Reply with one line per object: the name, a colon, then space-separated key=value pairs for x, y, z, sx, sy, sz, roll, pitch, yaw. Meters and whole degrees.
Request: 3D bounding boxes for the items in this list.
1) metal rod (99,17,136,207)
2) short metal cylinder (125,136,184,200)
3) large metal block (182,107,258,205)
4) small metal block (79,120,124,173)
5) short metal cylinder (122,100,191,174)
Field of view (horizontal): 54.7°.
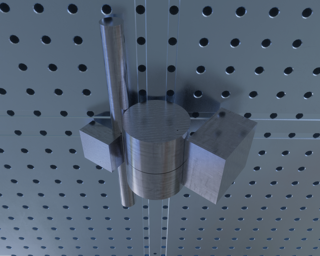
metal rod: x=-0.050 y=0.006 z=0.410 sx=0.025 sy=0.025 sz=0.298 roll=0 pitch=130 yaw=0
short metal cylinder: x=-0.005 y=0.048 z=0.411 sx=0.081 sy=0.080 sz=0.050 roll=0 pitch=130 yaw=-1
large metal block: x=0.074 y=0.034 z=0.390 sx=0.050 sy=0.080 sz=0.079 roll=27 pitch=137 yaw=27
small metal block: x=-0.077 y=0.024 z=0.412 sx=0.050 sy=0.025 sz=0.050 roll=24 pitch=135 yaw=25
short metal cylinder: x=-0.005 y=0.009 z=0.378 sx=0.081 sy=0.080 sz=0.050 roll=0 pitch=130 yaw=-1
